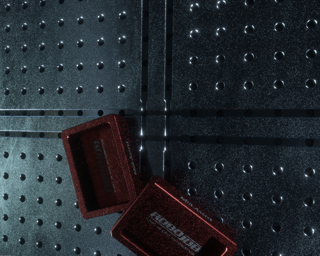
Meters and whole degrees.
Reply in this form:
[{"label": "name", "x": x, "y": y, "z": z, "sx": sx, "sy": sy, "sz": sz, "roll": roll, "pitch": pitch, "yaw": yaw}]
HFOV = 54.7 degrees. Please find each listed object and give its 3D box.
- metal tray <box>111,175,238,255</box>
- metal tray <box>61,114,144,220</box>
[{"label": "metal tray", "x": 0.017, "y": 0.133, "z": 0.385, "sx": 0.130, "sy": 0.030, "sz": 0.090, "roll": 37, "pitch": 102, "yaw": 0}, {"label": "metal tray", "x": -0.080, "y": 0.054, "z": 0.436, "sx": 0.090, "sy": 0.030, "sz": 0.129, "roll": -18, "pitch": 84, "yaw": 18}]
